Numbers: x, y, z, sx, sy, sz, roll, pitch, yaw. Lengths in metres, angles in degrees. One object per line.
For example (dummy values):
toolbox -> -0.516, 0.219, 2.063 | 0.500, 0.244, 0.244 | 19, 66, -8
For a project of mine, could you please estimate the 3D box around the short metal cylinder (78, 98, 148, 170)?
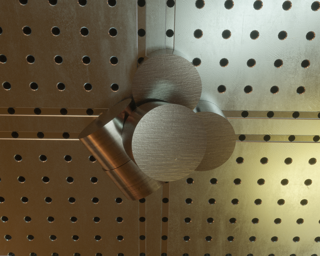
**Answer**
short metal cylinder -> -0.053, 0.007, 0.386 | 0.080, 0.080, 0.050 | -32, 107, 11

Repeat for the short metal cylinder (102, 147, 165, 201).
short metal cylinder -> -0.027, 0.047, 0.401 | 0.080, 0.080, 0.050 | -32, 107, 11

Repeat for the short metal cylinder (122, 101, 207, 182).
short metal cylinder -> 0.003, 0.012, 0.336 | 0.081, 0.050, 0.079 | -3, 98, -18

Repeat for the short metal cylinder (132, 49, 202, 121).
short metal cylinder -> 0.008, -0.054, 0.379 | 0.081, 0.050, 0.079 | 0, 110, -1

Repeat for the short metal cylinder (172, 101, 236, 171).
short metal cylinder -> 0.053, 0.009, 0.403 | 0.081, 0.050, 0.079 | 0, 110, -1
